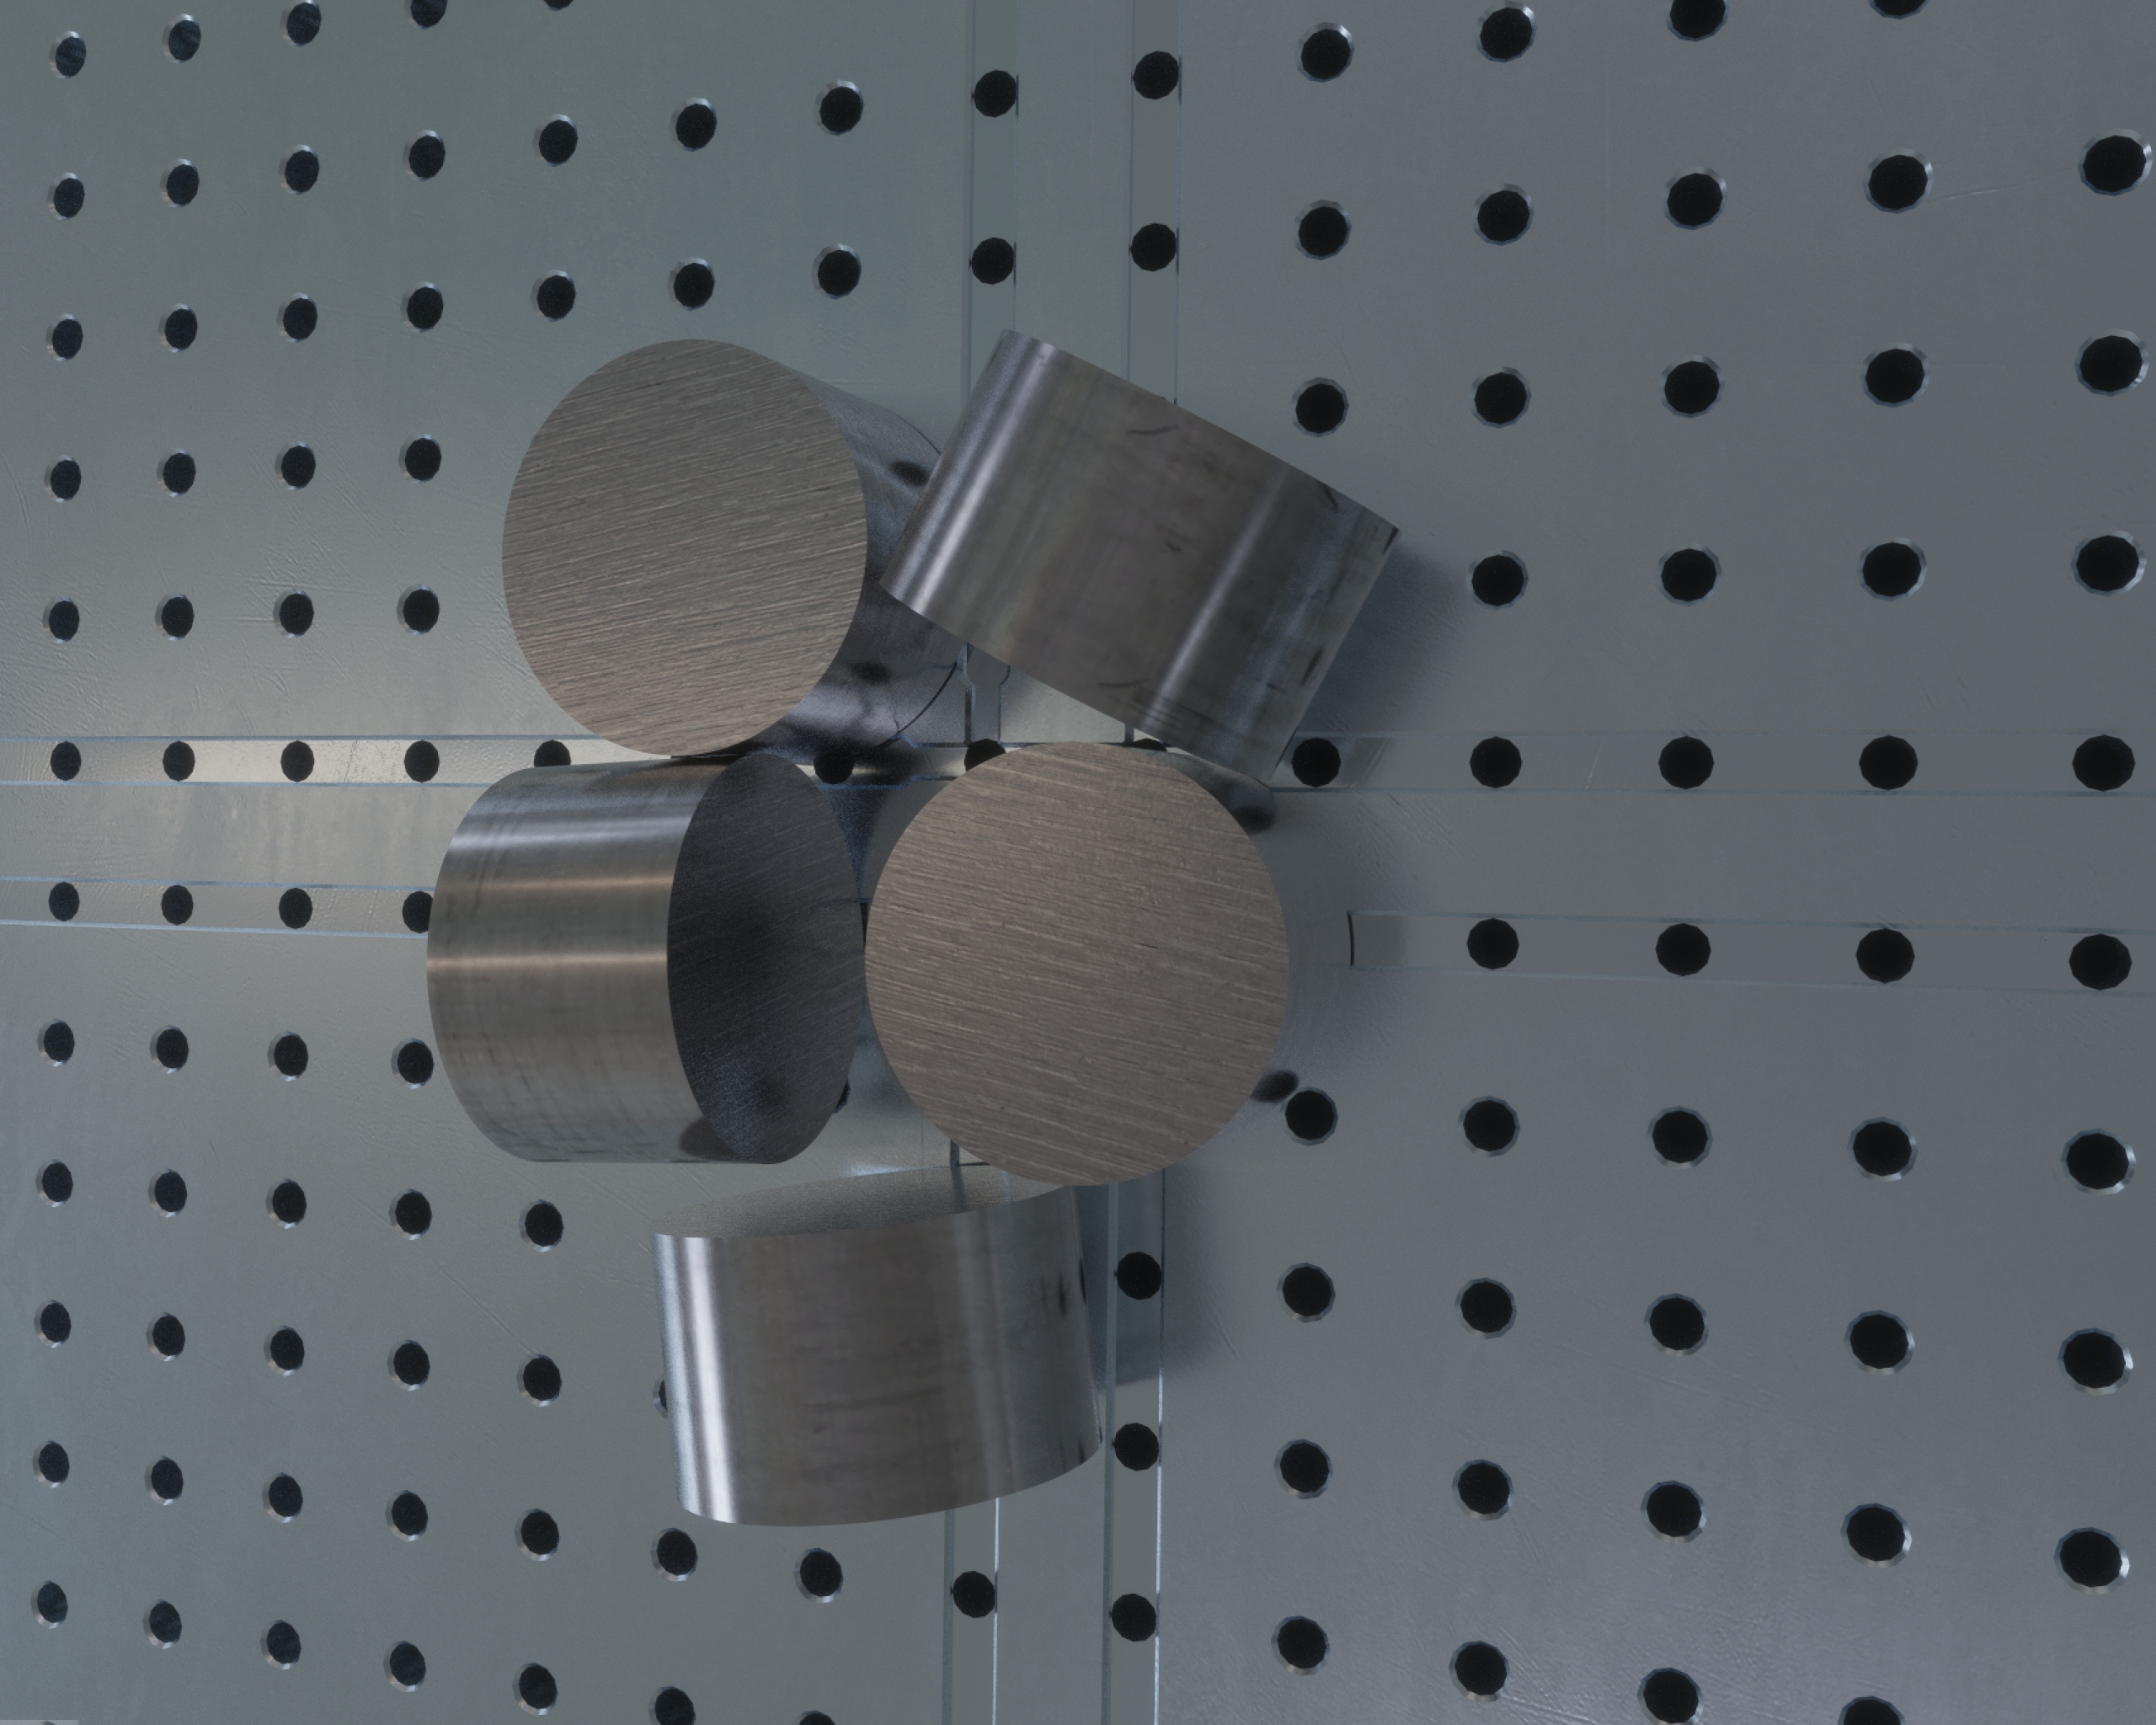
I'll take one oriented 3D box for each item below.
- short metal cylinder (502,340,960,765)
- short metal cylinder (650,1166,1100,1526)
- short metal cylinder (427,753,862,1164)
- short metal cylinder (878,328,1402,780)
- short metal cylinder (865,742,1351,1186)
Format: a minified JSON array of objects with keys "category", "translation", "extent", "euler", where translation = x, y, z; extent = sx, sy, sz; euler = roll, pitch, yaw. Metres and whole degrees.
[{"category":"short metal cylinder","translation":[-0.068,-0.060,0.423],"extent":[0.080,0.050,0.079],"euler":[0,90,21]},{"category":"short metal cylinder","translation":[-0.038,0.089,0.396],"extent":[0.080,0.080,0.050],"euler":[-7,88,20]},{"category":"short metal cylinder","translation":[-0.083,0.019,0.413],"extent":[0.050,0.080,0.080],"euler":[-2,89,19]},{"category":"short metal cylinder","translation":[0.011,-0.056,0.379],"extent":[0.080,0.080,0.050],"euler":[30,99,17]},{"category":"short metal cylinder","translation":[0.007,0.018,0.397],"extent":[0.080,0.050,0.079],"euler":[0,91,19]}]
